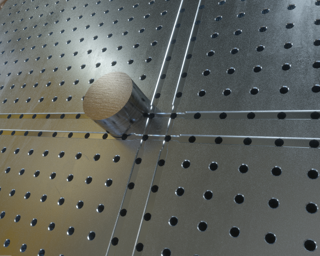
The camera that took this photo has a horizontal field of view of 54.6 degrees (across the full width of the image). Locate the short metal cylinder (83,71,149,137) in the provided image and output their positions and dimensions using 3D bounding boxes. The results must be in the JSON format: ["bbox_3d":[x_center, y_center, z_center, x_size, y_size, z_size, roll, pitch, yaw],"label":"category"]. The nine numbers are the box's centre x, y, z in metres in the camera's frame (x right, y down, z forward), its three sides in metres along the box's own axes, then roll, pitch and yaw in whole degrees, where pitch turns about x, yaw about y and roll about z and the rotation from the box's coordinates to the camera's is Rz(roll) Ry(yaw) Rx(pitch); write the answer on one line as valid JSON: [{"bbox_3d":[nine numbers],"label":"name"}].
[{"bbox_3d":[-0.063,-0.034,0.447,0.080,0.050,0.080,-13,56,21],"label":"short metal cylinder"}]
